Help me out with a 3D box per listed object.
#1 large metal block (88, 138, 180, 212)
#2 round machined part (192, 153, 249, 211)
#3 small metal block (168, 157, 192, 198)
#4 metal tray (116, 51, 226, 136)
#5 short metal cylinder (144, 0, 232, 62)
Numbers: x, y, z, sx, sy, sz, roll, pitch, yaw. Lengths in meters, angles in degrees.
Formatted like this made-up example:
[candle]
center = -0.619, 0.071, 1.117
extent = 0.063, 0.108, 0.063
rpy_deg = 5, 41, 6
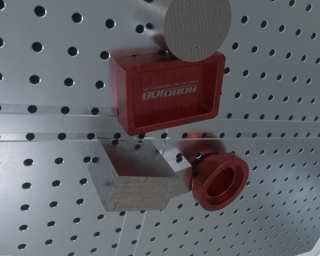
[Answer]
[large metal block]
center = -0.036, 0.058, 0.392
extent = 0.081, 0.080, 0.050
rpy_deg = 7, 115, -32
[round machined part]
center = 0.091, 0.081, 0.496
extent = 0.099, 0.042, 0.097
rpy_deg = -17, 125, -26
[small metal block]
center = 0.021, 0.077, 0.470
extent = 0.050, 0.025, 0.050
rpy_deg = -17, 125, -19
[metal tray]
center = 0.015, -0.047, 0.386
extent = 0.131, 0.030, 0.089
rpy_deg = -12, 124, -22
[short metal cylinder]
center = 0.030, -0.119, 0.338
extent = 0.081, 0.050, 0.079
rpy_deg = -14, 124, -21
